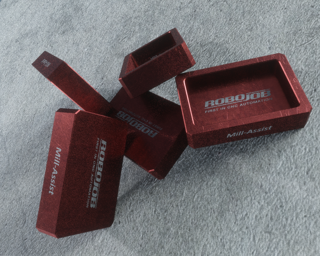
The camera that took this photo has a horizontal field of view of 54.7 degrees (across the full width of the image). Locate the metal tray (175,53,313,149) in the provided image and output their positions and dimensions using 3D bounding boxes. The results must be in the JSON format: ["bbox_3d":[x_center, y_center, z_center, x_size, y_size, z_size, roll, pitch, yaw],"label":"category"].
[{"bbox_3d":[0.089,-0.033,0.354,0.131,0.030,0.090,-11,55,4],"label":"metal tray"}]

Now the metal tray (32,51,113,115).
[{"bbox_3d":[-0.130,-0.063,0.449,0.030,0.090,0.130,-49,35,-6],"label":"metal tray"}]

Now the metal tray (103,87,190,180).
[{"bbox_3d":[-0.023,-0.001,0.413,0.130,0.030,0.090,29,77,37],"label":"metal tray"}]

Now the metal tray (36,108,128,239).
[{"bbox_3d":[-0.083,0.049,0.350,0.030,0.090,0.129,6,85,31],"label":"metal tray"}]

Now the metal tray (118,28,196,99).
[{"bbox_3d":[-0.006,-0.093,0.423,0.090,0.030,0.130,-27,23,10],"label":"metal tray"}]
